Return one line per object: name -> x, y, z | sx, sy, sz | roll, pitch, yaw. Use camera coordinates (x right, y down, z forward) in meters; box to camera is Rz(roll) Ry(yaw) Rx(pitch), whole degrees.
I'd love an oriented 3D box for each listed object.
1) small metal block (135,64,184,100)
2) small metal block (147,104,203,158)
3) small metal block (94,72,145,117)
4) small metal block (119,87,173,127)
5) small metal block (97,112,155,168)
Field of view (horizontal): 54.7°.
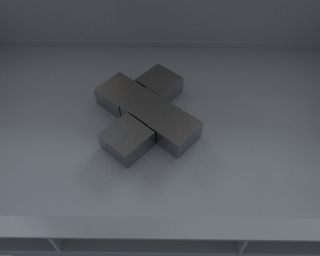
small metal block -> -0.001, -0.063, 0.455 | 0.050, 0.025, 0.050 | 34, 57, 25
small metal block -> 0.020, 0.003, 0.400 | 0.050, 0.025, 0.050 | 34, 58, 25
small metal block -> -0.057, -0.047, 0.442 | 0.050, 0.025, 0.050 | 34, 58, 25
small metal block -> -0.018, -0.023, 0.420 | 0.050, 0.025, 0.050 | 34, 58, 25
small metal block -> -0.042, 0.014, 0.391 | 0.050, 0.025, 0.050 | 35, 59, 26
